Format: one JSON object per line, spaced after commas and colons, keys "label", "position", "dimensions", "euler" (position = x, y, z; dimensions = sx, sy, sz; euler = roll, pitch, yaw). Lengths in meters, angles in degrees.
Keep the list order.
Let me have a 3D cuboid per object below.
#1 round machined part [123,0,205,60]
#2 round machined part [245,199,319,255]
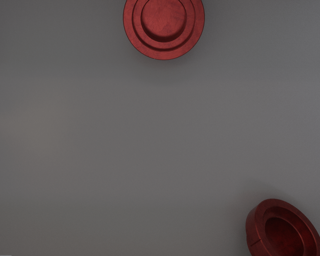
{"label": "round machined part", "position": [0.005, -0.139, 0.391], "dimensions": [0.099, 0.042, 0.097], "euler": [0, 116, 0]}
{"label": "round machined part", "position": [0.149, 0.142, 0.386], "dimensions": [0.098, 0.098, 0.042], "euler": [31, 131, 0]}
